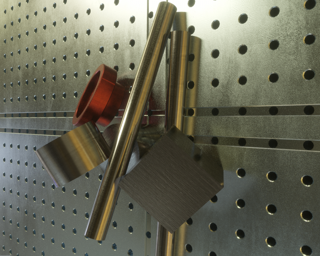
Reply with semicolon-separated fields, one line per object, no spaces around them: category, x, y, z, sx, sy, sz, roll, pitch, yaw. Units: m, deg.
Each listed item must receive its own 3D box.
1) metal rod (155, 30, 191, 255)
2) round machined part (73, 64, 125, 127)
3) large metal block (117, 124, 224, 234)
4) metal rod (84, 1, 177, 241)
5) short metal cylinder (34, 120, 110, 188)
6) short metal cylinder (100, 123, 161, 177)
metal rod;0.016;0.030;0.396;0.025;0.025;0.298;7;94;40
round machined part;-0.085;-0.040;0.450;0.098;0.042;0.098;-46;29;36
large metal block;0.014;0.056;0.351;0.080;0.050;0.080;43;107;-1
metal rod;-0.033;-0.016;0.380;0.025;0.025;0.299;10;79;39
short metal cylinder;-0.106;0.031;0.388;0.080;0.080;0.050;-26;96;37
short metal cylinder;-0.040;0.034;0.426;0.080;0.050;0.080;0;90;40
